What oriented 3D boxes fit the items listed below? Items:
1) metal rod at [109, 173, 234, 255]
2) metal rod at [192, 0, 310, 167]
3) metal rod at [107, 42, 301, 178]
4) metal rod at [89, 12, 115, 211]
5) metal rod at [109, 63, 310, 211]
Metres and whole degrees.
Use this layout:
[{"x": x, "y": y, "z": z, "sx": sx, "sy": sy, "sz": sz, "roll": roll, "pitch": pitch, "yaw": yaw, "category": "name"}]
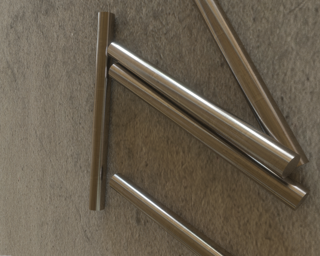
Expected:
[{"x": 0.043, "y": 0.135, "z": 0.367, "sx": 0.300, "sy": 0.025, "sz": 0.025, "roll": 28, "pitch": 108, "yaw": 36, "category": "metal rod"}, {"x": 0.075, "y": -0.094, "z": 0.341, "sx": 0.025, "sy": 0.025, "sz": 0.299, "roll": -35, "pitch": 69, "yaw": 34, "category": "metal rod"}, {"x": 0.025, "y": -0.041, "z": 0.365, "sx": 0.300, "sy": 0.025, "sz": 0.025, "roll": 39, "pitch": 114, "yaw": 38, "category": "metal rod"}, {"x": -0.090, "y": -0.024, "z": 0.476, "sx": 0.025, "sy": 0.025, "sz": 0.298, "roll": 6, "pitch": 94, "yaw": 39, "category": "metal rod"}, {"x": 0.035, "y": -0.008, "z": 0.374, "sx": 0.300, "sy": 0.025, "sz": 0.025, "roll": 37, "pitch": 113, "yaw": 33, "category": "metal rod"}]
